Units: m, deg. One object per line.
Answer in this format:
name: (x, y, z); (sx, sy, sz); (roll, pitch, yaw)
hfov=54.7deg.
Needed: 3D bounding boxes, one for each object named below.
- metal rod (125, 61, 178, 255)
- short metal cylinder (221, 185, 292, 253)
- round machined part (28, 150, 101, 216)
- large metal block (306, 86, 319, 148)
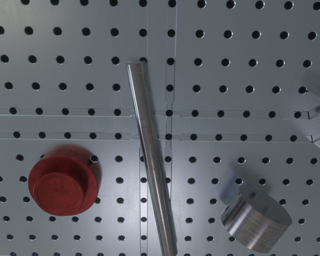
metal rod: (-0.008, 0.057, 0.434); (0.025, 0.025, 0.298); (-8, 110, 3)
short metal cylinder: (0.133, 0.125, 0.431); (0.080, 0.080, 0.050); (25, 108, -9)
round machined part: (-0.136, 0.083, 0.434); (0.099, 0.042, 0.097); (0, 110, 0)
large metal block: (0.229, -0.008, 0.383); (0.050, 0.080, 0.080); (-16, 110, 5)
